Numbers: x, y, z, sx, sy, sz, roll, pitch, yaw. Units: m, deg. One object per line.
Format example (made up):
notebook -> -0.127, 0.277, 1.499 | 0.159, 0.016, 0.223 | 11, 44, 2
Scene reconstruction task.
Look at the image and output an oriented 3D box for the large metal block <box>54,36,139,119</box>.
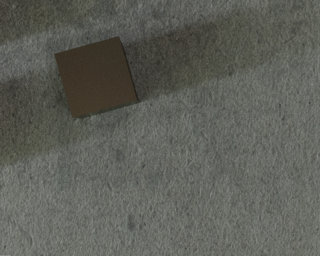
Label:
large metal block -> -0.077, -0.062, 0.396 | 0.080, 0.050, 0.080 | -16, 90, -1
